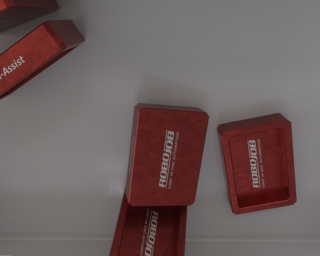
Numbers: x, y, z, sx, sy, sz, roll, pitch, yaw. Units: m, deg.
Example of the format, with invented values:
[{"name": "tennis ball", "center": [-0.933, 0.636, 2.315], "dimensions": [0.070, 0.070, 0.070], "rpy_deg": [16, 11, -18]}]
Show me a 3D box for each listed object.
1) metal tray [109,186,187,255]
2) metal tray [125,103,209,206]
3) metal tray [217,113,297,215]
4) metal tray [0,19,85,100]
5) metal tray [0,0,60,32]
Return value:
[{"name": "metal tray", "center": [-0.014, 0.141, 0.407], "dimensions": [0.091, 0.130, 0.030], "rpy_deg": [15, 135, -5]}, {"name": "metal tray", "center": [0.007, 0.036, 0.404], "dimensions": [0.091, 0.030, 0.129], "rpy_deg": [3, 104, -16]}, {"name": "metal tray", "center": [0.134, 0.051, 0.428], "dimensions": [0.090, 0.030, 0.129], "rpy_deg": [-11, 110, 4]}, {"name": "metal tray", "center": [-0.154, -0.071, 0.348], "dimensions": [0.130, 0.090, 0.030], "rpy_deg": [-31, 107, 11]}, {"name": "metal tray", "center": [-0.166, -0.119, 0.310], "dimensions": [0.090, 0.130, 0.030], "rpy_deg": [-18, 109, 6]}]
